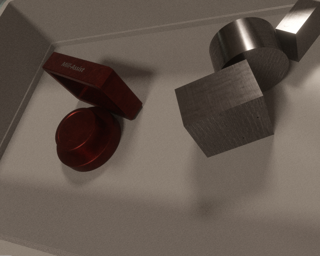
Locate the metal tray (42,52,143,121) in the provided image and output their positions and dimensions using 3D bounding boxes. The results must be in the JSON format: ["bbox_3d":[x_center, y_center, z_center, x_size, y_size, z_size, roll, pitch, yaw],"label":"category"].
[{"bbox_3d":[-0.098,-0.061,0.451,0.130,0.090,0.030,21,73,35],"label":"metal tray"}]

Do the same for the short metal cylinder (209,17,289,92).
[{"bbox_3d":[0.103,-0.082,0.366,0.080,0.080,0.050,-19,55,17],"label":"short metal cylinder"}]

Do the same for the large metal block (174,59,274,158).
[{"bbox_3d":[0.072,-0.017,0.342,0.080,0.080,0.050,-22,54,15],"label":"large metal block"}]

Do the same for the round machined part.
[{"bbox_3d":[-0.109,0.010,0.444,0.098,0.042,0.098,-13,56,20],"label":"round machined part"}]

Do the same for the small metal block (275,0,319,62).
[{"bbox_3d":[0.168,-0.117,0.373,0.025,0.050,0.050,33,80,38],"label":"small metal block"}]
